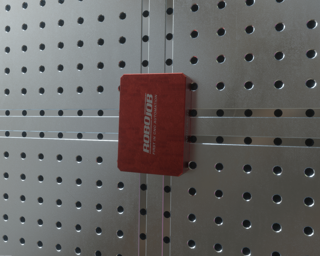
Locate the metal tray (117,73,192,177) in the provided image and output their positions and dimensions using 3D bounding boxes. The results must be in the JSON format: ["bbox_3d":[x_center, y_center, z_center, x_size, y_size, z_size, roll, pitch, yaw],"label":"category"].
[{"bbox_3d":[-0.008,-0.006,0.411,0.090,0.030,0.129,2,91,19],"label":"metal tray"}]
